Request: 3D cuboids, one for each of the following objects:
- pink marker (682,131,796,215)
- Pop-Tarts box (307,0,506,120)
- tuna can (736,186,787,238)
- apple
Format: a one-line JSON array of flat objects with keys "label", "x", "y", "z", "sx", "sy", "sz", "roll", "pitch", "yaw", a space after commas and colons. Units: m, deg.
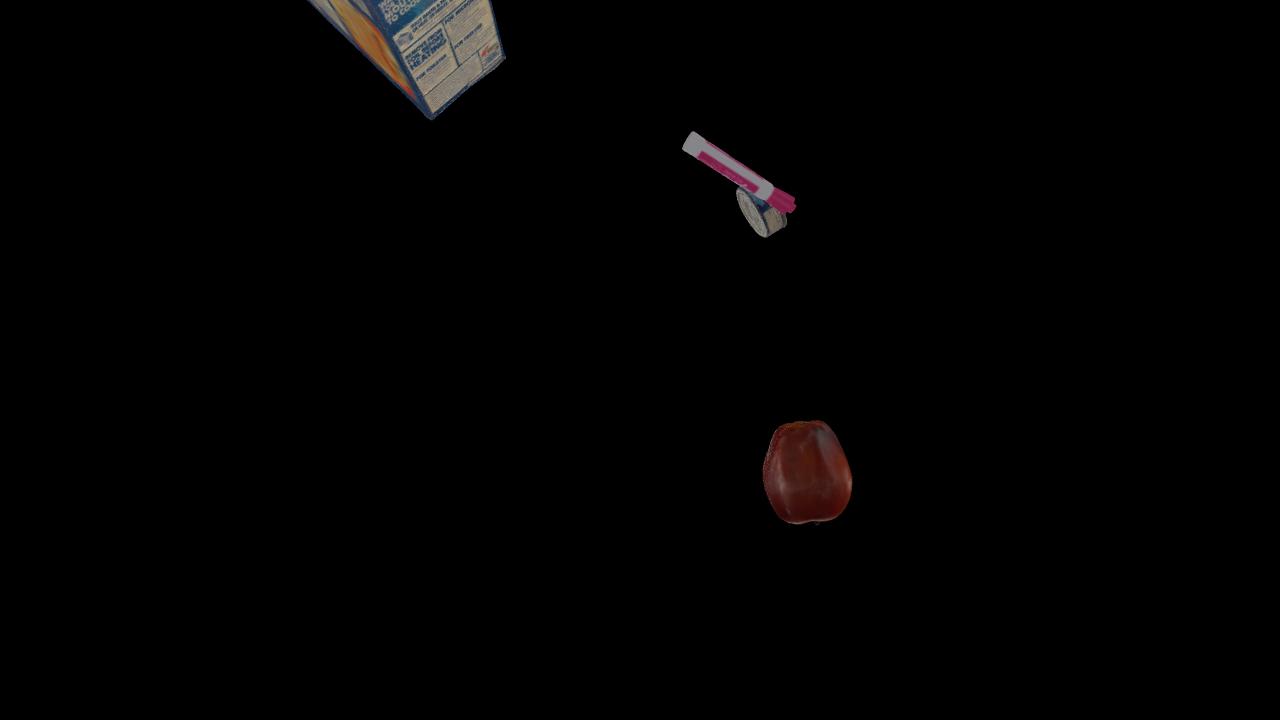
[{"label": "pink marker", "x": 0.094, "y": -0.172, "z": 0.572, "sx": 0.121, "sy": 0.020, "sz": 0.020, "roll": 29, "pitch": -7, "yaw": -13}, {"label": "Pop-Tarts box", "x": -0.186, "y": -0.275, "z": 0.413, "sx": 0.167, "sy": 0.083, "sz": 0.141, "roll": 44, "pitch": -7, "yaw": 2}, {"label": "tuna can", "x": 0.172, "y": -0.218, "z": 0.880, "sx": 0.034, "sy": 0.084, "sz": 0.084, "roll": -32, "pitch": -1, "yaw": 2}, {"label": "apple", "x": 0.148, "y": 0.101, "z": 0.546, "sx": 0.079, "sy": 0.093, "sz": 0.079, "roll": -8, "pitch": 0, "yaw": 0}]
